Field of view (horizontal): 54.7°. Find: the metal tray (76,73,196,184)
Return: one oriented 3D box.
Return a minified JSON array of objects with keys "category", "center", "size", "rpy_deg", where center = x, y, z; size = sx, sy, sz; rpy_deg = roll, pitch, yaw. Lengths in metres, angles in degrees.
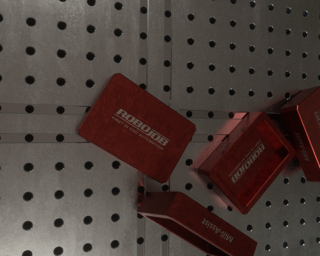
[{"category":"metal tray","center":[-0.028,0.002,0.400],"size":[0.130,0.030,0.090],"rpy_deg":[33,79,-17]}]

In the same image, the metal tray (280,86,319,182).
[{"category":"metal tray","center":[0.246,0.009,0.491],"size":[0.091,0.030,0.129],"rpy_deg":[-32,101,-34]}]

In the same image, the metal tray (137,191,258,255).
[{"category":"metal tray","center":[0.046,0.126,0.393],"size":[0.130,0.090,0.030],"rpy_deg":[36,65,-17]}]

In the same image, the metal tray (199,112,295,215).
[{"category":"metal tray","center":[0.131,0.050,0.460],"size":[0.130,0.030,0.090],"rpy_deg":[-45,105,-15]}]
